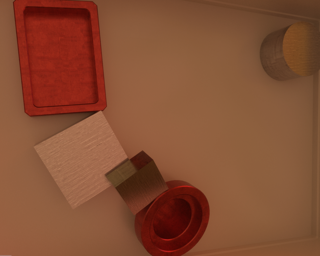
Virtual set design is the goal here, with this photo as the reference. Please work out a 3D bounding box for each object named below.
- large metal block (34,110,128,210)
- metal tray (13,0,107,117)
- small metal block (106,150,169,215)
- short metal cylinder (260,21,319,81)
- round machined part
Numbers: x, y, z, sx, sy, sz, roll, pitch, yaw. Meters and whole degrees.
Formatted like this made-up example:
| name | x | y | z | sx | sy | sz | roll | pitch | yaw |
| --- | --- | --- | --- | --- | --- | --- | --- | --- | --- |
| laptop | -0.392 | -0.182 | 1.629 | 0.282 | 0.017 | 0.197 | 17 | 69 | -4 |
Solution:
| name | x | y | z | sx | sy | sz | roll | pitch | yaw |
| --- | --- | --- | --- | --- | --- | --- | --- | --- | --- |
| large metal block | -0.089 | 0.034 | 0.365 | 0.080 | 0.050 | 0.080 | -31 | 101 | -18 |
| metal tray | -0.116 | -0.081 | 0.365 | 0.091 | 0.030 | 0.129 | -6 | 92 | -20 |
| small metal block | -0.025 | 0.063 | 0.354 | 0.050 | 0.025 | 0.050 | -35 | 126 | -15 |
| short metal cylinder | 0.202 | -0.115 | 0.474 | 0.081 | 0.050 | 0.079 | 0 | 90 | -21 |
| round machined part | 0.012 | 0.113 | 0.399 | 0.099 | 0.042 | 0.097 | -7 | 106 | -27 |
